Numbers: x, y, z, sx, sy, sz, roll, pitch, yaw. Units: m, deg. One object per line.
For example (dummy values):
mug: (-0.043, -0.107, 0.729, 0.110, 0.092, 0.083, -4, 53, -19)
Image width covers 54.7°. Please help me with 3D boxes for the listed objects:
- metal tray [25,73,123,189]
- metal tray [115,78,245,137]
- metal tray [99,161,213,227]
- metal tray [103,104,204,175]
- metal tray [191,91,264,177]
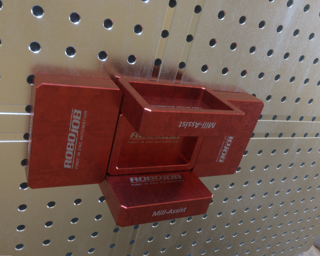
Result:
metal tray: (-0.101, 0.007, 0.357, 0.091, 0.030, 0.129, 1, 118, -29)
metal tray: (0.022, -0.025, 0.367, 0.131, 0.090, 0.030, 1, 118, -29)
metal tray: (-0.007, 0.081, 0.415, 0.131, 0.090, 0.030, 1, 118, -29)
metal tray: (-0.005, 0.014, 0.413, 0.131, 0.030, 0.089, 1, 118, -29)
metal tray: (0.093, 0.011, 0.466, 0.091, 0.030, 0.129, 0, 118, -30)
